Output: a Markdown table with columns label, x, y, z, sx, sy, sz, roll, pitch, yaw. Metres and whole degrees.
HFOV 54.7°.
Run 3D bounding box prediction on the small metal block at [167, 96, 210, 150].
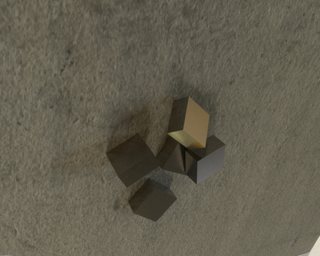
| label | x | y | z | sx | sy | sz | roll | pitch | yaw |
| --- | --- | --- | --- | --- | --- | --- | --- | --- | --- |
| small metal block | 0.039 | -0.006 | 0.408 | 0.050 | 0.025 | 0.050 | 37 | 54 | -39 |

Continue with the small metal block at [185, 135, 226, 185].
| label | x | y | z | sx | sy | sz | roll | pitch | yaw |
| --- | --- | --- | --- | --- | --- | --- | --- | --- | --- |
| small metal block | 0.064 | 0.045 | 0.438 | 0.050 | 0.025 | 0.050 | -28 | 137 | -23 |

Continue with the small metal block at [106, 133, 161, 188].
| label | x | y | z | sx | sy | sz | roll | pitch | yaw |
| --- | --- | --- | --- | --- | --- | --- | --- | --- | --- |
| small metal block | -0.035 | 0.040 | 0.398 | 0.050 | 0.050 | 0.025 | -33 | 129 | -7 |

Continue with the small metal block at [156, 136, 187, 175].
| label | x | y | z | sx | sy | sz | roll | pitch | yaw |
| --- | --- | --- | --- | --- | --- | --- | --- | --- | --- |
| small metal block | 0.029 | 0.037 | 0.448 | 0.050 | 0.025 | 0.050 | 20 | 108 | -36 |

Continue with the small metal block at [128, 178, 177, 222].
| label | x | y | z | sx | sy | sz | roll | pitch | yaw |
| --- | --- | --- | --- | --- | --- | --- | --- | --- | --- |
| small metal block | -0.011 | 0.110 | 0.471 | 0.050 | 0.025 | 0.050 | -49 | 129 | 6 |
